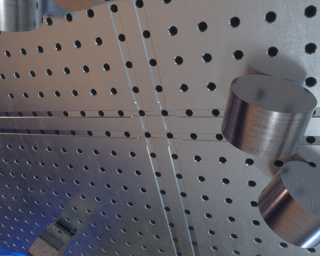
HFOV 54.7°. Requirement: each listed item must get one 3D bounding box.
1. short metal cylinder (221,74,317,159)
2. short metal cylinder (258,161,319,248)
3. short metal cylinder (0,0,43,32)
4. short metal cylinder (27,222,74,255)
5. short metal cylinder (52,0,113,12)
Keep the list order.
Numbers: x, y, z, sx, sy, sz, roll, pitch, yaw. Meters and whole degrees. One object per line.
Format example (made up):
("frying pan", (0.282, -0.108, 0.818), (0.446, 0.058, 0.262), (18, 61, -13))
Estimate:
("short metal cylinder", (0.106, -0.014, 0.311), (0.080, 0.080, 0.050), (18, 125, 17))
("short metal cylinder", (0.158, 0.083, 0.343), (0.080, 0.080, 0.050), (29, 128, 9))
("short metal cylinder", (-0.184, -0.157, 0.373), (0.080, 0.080, 0.050), (27, 128, 11))
("short metal cylinder", (-0.225, 0.243, 0.641), (0.050, 0.080, 0.079), (34, 129, 5))
("short metal cylinder", (-0.084, -0.171, 0.332), (0.080, 0.050, 0.079), (13, 124, 20))
